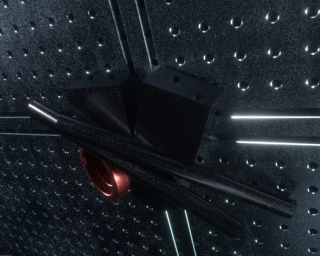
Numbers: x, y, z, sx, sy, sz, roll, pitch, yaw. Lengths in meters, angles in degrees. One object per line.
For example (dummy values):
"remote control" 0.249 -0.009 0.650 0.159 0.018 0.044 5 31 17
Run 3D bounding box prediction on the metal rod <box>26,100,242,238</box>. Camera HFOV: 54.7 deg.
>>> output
"metal rod" -0.038 0.047 0.389 0.301 0.025 0.025 30 128 8

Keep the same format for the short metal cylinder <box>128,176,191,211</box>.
"short metal cylinder" 0.002 0.068 0.430 0.080 0.050 0.079 13 124 21

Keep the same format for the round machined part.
"round machined part" -0.074 0.055 0.454 0.098 0.042 0.097 33 137 37

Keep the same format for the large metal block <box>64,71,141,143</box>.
"large metal block" -0.066 -0.025 0.405 0.080 0.050 0.080 1 119 27

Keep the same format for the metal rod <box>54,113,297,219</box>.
"metal rod" 0.021 0.047 0.376 0.302 0.025 0.025 21 128 -2

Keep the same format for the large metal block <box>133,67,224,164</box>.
"large metal block" 0.020 -0.016 0.368 0.080 0.050 0.079 22 127 15
